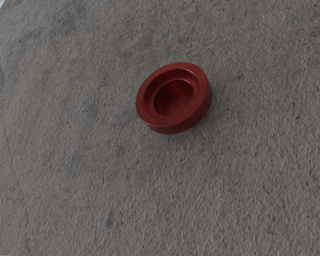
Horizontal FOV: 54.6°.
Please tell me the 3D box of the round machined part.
[{"bbox_3d":[0.021,-0.034,0.404,0.098,0.042,0.098,-13,56,21],"label":"round machined part"}]
